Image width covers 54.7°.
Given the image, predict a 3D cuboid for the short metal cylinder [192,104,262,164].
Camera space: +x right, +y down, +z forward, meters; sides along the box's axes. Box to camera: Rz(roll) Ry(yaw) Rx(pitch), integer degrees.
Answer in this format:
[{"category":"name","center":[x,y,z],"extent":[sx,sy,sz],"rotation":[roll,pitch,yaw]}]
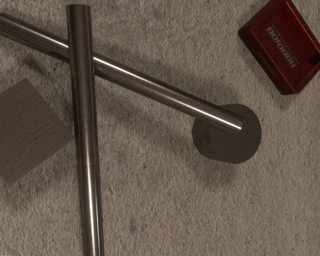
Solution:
[{"category":"short metal cylinder","center":[0.092,0.007,0.431],"extent":[0.081,0.050,0.079],"rotation":[0,90,-21]}]

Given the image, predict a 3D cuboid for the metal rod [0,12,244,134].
[{"category":"metal rod","center":[-0.040,-0.060,0.366],"extent":[0.302,0.025,0.025],"rotation":[22,82,-8]}]

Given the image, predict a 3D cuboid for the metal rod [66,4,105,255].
[{"category":"metal rod","center":[-0.083,0.019,0.352],"extent":[0.025,0.025,0.298],"rotation":[-5,102,-20]}]

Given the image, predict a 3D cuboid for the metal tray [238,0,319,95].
[{"category":"metal tray","center":[0.192,-0.127,0.479],"extent":[0.090,0.030,0.130],"rotation":[-45,104,-15]}]

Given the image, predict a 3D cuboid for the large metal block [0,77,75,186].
[{"category":"large metal block","center":[-0.153,0.003,0.339],"extent":[0.080,0.050,0.080],"rotation":[-39,103,-16]}]
